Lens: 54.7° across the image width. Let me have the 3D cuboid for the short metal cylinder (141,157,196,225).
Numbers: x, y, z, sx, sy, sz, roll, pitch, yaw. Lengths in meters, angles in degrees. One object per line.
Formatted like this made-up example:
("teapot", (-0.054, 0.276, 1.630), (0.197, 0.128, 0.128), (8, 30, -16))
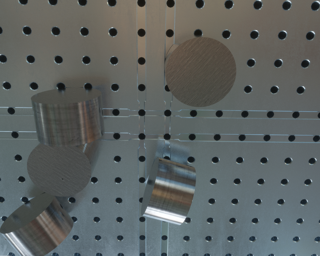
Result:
("short metal cylinder", (0.010, 0.084, 0.415), (0.050, 0.080, 0.079), (17, 109, -7))

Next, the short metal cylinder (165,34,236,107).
("short metal cylinder", (0.046, -0.071, 0.375), (0.081, 0.050, 0.079), (0, 110, -1))

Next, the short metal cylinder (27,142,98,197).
("short metal cylinder", (-0.127, 0.044, 0.414), (0.081, 0.050, 0.079), (0, 110, -1))

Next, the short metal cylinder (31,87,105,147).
("short metal cylinder", (-0.110, -0.016, 0.377), (0.081, 0.080, 0.050), (-1, 110, 0))

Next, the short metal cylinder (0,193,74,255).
("short metal cylinder", (-0.170, 0.135, 0.432), (0.080, 0.080, 0.050), (-25, 109, 8))
